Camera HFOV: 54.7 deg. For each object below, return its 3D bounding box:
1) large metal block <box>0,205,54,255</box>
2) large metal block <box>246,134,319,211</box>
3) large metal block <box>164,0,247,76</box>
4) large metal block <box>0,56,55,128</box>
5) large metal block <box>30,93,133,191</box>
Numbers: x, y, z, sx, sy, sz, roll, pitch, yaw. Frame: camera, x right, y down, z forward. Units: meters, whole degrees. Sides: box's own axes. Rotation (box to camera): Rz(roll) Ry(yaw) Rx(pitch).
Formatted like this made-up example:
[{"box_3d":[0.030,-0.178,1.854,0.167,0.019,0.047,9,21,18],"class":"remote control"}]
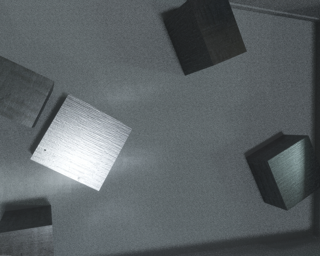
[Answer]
[{"box_3d":[-0.140,0.135,0.330,0.050,0.080,0.079,-3,91,-20],"class":"large metal block"},{"box_3d":[0.190,0.064,0.467,0.081,0.050,0.080,-27,99,-18],"class":"large metal block"},{"box_3d":[0.056,-0.120,0.401,0.050,0.080,0.080,-25,99,-18],"class":"large metal block"},{"box_3d":[-0.160,-0.039,0.322,0.080,0.080,0.050,26,82,-18],"class":"large metal block"},{"box_3d":[-0.092,0.016,0.363,0.080,0.050,0.080,30,80,-18],"class":"large metal block"}]
